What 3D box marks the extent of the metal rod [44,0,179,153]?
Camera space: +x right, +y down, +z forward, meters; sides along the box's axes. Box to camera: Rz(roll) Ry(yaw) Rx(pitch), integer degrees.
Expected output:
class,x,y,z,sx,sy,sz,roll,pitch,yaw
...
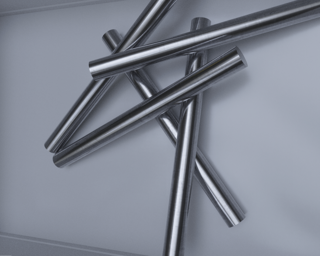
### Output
class,x,y,z,sx,sy,sz,roll,pitch,yaw
metal rod,-0.068,-0.072,0.409,0.025,0.025,0.299,49,113,13

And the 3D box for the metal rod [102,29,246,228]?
class,x,y,z,sx,sy,sz,roll,pitch,yaw
metal rod,0.012,-0.008,0.405,0.025,0.025,0.299,-37,79,16

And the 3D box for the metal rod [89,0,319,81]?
class,x,y,z,sx,sy,sz,roll,pitch,yaw
metal rod,0.063,-0.107,0.359,0.301,0.025,0.025,-14,85,8

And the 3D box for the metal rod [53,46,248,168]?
class,x,y,z,sx,sy,sz,roll,pitch,yaw
metal rod,-0.032,-0.013,0.392,0.300,0.025,0.025,-28,81,28

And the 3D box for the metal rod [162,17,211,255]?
class,x,y,z,sx,sy,sz,roll,pitch,yaw
metal rod,0.033,0.012,0.373,0.025,0.025,0.298,5,82,19
